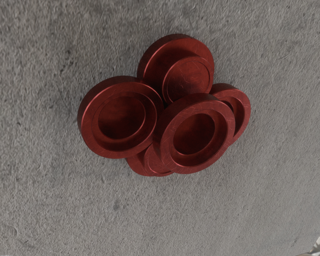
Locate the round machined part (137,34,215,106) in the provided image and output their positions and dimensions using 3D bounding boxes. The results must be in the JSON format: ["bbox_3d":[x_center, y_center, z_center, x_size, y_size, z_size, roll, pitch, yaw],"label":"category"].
[{"bbox_3d":[0.025,-0.060,0.375,0.099,0.042,0.097,-14,125,-21],"label":"round machined part"}]

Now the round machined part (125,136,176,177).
[{"bbox_3d":[0.002,0.026,0.416,0.099,0.042,0.097,-14,125,-21],"label":"round machined part"}]

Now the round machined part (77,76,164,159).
[{"bbox_3d":[-0.048,-0.016,0.363,0.099,0.042,0.097,-14,125,-21],"label":"round machined part"}]

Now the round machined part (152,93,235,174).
[{"bbox_3d":[0.036,0.003,0.365,0.099,0.042,0.097,-14,125,-21],"label":"round machined part"}]

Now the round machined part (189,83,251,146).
[{"bbox_3d":[0.073,-0.017,0.428,0.099,0.042,0.097,-14,125,-21],"label":"round machined part"}]
